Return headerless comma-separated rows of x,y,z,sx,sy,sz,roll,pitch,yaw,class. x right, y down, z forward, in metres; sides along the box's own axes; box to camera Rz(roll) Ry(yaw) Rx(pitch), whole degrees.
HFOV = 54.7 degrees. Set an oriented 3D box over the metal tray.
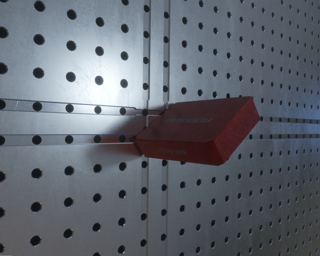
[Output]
0.042,0.001,0.378,0.090,0.130,0.030,-42,116,-32,metal tray
